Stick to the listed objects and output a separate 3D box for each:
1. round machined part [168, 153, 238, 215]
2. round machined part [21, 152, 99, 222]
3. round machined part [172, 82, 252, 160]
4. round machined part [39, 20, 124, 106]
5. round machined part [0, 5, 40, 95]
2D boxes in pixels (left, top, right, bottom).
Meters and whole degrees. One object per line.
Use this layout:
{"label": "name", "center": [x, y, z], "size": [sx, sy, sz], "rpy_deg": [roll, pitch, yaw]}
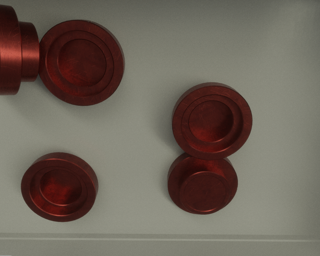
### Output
{"label": "round machined part", "center": [0.060, 0.081, 0.432], "size": [0.099, 0.042, 0.097], "rpy_deg": [0, 110, 0]}
{"label": "round machined part", "center": [-0.134, 0.077, 0.429], "size": [0.099, 0.042, 0.097], "rpy_deg": [0, 110, 0]}
{"label": "round machined part", "center": [0.064, -0.011, 0.399], "size": [0.099, 0.042, 0.097], "rpy_deg": [0, 110, 0]}
{"label": "round machined part", "center": [-0.091, -0.079, 0.372], "size": [0.099, 0.042, 0.097], "rpy_deg": [-1, 110, -1]}
{"label": "round machined part", "center": [-0.166, -0.086, 0.349], "size": [0.042, 0.098, 0.097], "rpy_deg": [-6, 115, -36]}
